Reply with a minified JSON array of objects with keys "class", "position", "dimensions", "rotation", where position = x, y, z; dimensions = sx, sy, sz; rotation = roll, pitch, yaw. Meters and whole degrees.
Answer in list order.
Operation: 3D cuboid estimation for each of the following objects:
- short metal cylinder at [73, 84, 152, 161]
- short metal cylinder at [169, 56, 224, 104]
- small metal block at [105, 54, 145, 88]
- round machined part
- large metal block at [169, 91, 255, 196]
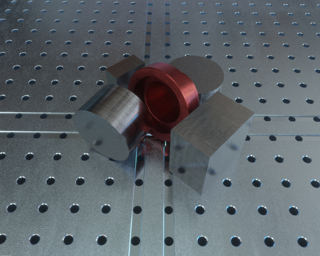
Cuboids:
[{"class":"short metal cylinder","position":[-0.057,-0.006,0.376],"dimensions":[0.080,0.080,0.050],"rotation":[25,54,19]},{"class":"short metal cylinder","position":[0.047,-0.058,0.440],"dimensions":[0.081,0.050,0.080],"rotation":[0,50,0]},{"class":"small metal block","position":[-0.048,-0.071,0.450],"dimensions":[0.050,0.050,0.025],"rotation":[-35,59,-26]},{"class":"round machined part","position":[0.009,-0.036,0.391],"dimensions":[0.098,0.097,0.042],"rotation":[34,45,24]},{"class":"large metal block","position":[0.057,0.018,0.358],"dimensions":[0.050,0.080,0.080],"rotation":[36,58,26]}]
